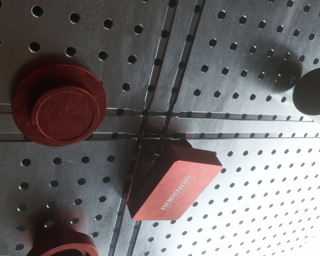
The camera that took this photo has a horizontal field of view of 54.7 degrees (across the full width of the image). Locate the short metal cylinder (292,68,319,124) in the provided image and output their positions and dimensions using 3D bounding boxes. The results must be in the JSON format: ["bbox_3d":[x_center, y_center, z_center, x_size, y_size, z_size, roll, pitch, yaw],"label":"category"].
[{"bbox_3d":[0.262,-0.049,0.491,0.050,0.080,0.080,22,106,-37],"label":"short metal cylinder"}]

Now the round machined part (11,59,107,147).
[{"bbox_3d":[-0.104,-0.021,0.331,0.099,0.042,0.097,-14,125,-21],"label":"round machined part"}]

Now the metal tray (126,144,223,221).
[{"bbox_3d":[0.020,0.085,0.455,0.091,0.030,0.129,12,125,-35],"label":"metal tray"}]

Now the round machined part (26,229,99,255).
[{"bbox_3d":[-0.140,0.182,0.438,0.099,0.042,0.097,-14,125,-21],"label":"round machined part"}]

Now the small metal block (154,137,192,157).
[{"bbox_3d":[0.026,0.049,0.458,0.050,0.025,0.050,-30,129,-10],"label":"small metal block"}]
